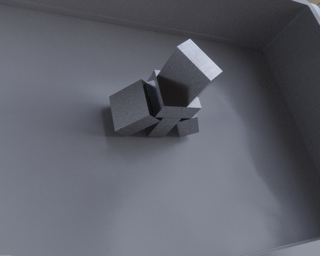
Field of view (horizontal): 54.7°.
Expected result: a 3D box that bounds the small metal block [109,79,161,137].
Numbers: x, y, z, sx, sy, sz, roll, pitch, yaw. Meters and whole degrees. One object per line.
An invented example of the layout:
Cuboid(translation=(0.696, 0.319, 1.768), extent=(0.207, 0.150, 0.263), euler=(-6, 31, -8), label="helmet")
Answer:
Cuboid(translation=(-0.032, -0.024, 0.381), extent=(0.025, 0.050, 0.050), euler=(28, 42, -55), label="small metal block")

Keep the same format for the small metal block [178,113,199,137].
Cuboid(translation=(0.033, -0.023, 0.416), extent=(0.025, 0.050, 0.050), euler=(-15, 65, 3), label="small metal block")

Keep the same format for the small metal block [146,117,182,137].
Cuboid(translation=(-0.001, -0.022, 0.400), extent=(0.025, 0.050, 0.050), euler=(1, 61, -28), label="small metal block")

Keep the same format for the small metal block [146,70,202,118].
Cuboid(translation=(0.016, -0.040, 0.371), extent=(0.050, 0.025, 0.050), euler=(1, 61, -28), label="small metal block")

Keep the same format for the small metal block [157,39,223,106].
Cuboid(translation=(0.032, -0.061, 0.344), extent=(0.050, 0.050, 0.025), euler=(46, 52, 4), label="small metal block")
